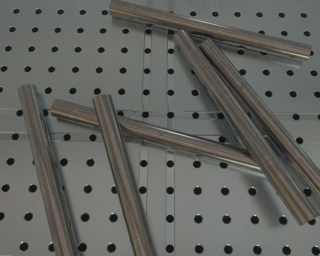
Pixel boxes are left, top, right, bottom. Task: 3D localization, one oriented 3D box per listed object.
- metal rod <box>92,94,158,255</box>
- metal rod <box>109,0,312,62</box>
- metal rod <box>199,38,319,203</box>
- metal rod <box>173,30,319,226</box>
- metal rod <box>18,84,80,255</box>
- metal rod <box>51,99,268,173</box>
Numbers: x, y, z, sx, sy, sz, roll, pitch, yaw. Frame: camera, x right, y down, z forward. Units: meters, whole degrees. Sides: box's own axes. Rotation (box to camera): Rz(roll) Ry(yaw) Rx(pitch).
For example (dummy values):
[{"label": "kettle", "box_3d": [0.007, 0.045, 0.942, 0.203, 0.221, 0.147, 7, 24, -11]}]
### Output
[{"label": "metal rod", "box_3d": [-0.030, 0.101, 0.359, 0.025, 0.025, 0.299, -16, 76, -6]}, {"label": "metal rod", "box_3d": [0.071, -0.147, 0.465, 0.301, 0.025, 0.025, 15, 71, 5]}, {"label": "metal rod", "box_3d": [0.147, -0.004, 0.414, 0.025, 0.025, 0.299, -31, 73, -11]}, {"label": "metal rod", "box_3d": [0.097, -0.018, 0.399, 0.025, 0.025, 0.299, -25, 65, -9]}, {"label": "metal rod", "box_3d": [-0.133, 0.078, 0.382, 0.025, 0.025, 0.299, -19, 71, -7]}, {"label": "metal rod", "box_3d": [0.003, 0.011, 0.407, 0.301, 0.025, 0.025, 15, 71, 5]}]
